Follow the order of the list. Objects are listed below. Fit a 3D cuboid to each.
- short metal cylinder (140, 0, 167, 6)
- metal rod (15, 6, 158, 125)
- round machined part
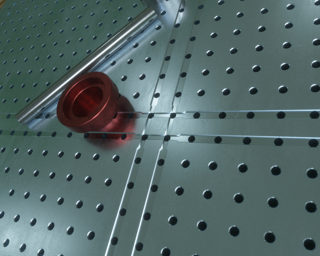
[{"bbox_3d":[-0.012,-0.271,0.565,0.080,0.050,0.080,-13,56,21],"label":"short metal cylinder"},{"bbox_3d":[-0.129,-0.108,0.542,0.300,0.025,0.025,-39,51,2],"label":"metal rod"},{"bbox_3d":[-0.105,-0.035,0.474,0.098,0.042,0.098,-13,56,21],"label":"round machined part"}]
